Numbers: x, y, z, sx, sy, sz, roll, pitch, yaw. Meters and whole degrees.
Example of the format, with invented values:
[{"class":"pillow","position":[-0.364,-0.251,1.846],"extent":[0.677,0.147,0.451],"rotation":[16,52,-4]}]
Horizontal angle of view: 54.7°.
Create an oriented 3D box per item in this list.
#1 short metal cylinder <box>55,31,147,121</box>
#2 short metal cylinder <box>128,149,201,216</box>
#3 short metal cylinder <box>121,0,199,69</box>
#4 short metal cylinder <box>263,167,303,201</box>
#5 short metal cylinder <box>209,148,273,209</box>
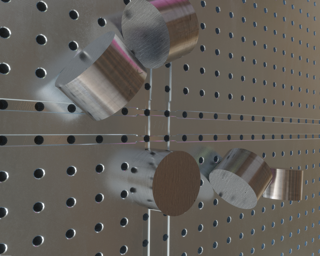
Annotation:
[{"class":"short metal cylinder","position":[-0.061,-0.054,0.322],"extent":[0.050,0.080,0.080],"rotation":[47,62,-30]},{"class":"short metal cylinder","position":[0.006,0.067,0.398],"extent":[0.081,0.050,0.079],"rotation":[0,90,-40]},{"class":"short metal cylinder","position":[-0.001,-0.118,0.372],"extent":[0.050,0.080,0.080],"rotation":[-32,110,-35]},{"class":"short metal cylinder","position":[0.209,0.096,0.548],"extent":[0.081,0.080,0.050],"rotation":[7,86,-40]},{"class":"short metal cylinder","position":[0.124,0.078,0.477],"extent":[0.050,0.080,0.080],"rotation":[-44,117,-31]}]
